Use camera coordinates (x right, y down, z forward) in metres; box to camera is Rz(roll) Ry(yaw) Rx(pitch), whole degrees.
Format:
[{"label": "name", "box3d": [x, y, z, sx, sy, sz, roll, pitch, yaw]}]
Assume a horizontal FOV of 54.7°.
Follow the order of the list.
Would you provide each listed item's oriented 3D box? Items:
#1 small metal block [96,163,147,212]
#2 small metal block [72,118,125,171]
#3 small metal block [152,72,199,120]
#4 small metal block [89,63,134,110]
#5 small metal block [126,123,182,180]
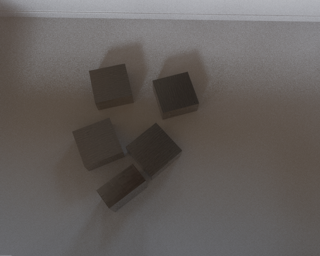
[{"label": "small metal block", "box3d": [-0.043, 0.073, 0.369, 0.050, 0.050, 0.025, -36, 74, -12]}, {"label": "small metal block", "box3d": [-0.079, 0.021, 0.401, 0.050, 0.025, 0.050, -22, 72, -8]}, {"label": "small metal block", "box3d": [0.021, -0.044, 0.426, 0.050, 0.025, 0.050, -15, 71, -6]}, {"label": "small metal block", "box3d": [-0.067, -0.057, 0.430, 0.050, 0.025, 0.050, -13, 71, -5]}, {"label": "small metal block", "box3d": [-0.008, 0.030, 0.399, 0.050, 0.025, 0.050, -39, 75, -13]}]
